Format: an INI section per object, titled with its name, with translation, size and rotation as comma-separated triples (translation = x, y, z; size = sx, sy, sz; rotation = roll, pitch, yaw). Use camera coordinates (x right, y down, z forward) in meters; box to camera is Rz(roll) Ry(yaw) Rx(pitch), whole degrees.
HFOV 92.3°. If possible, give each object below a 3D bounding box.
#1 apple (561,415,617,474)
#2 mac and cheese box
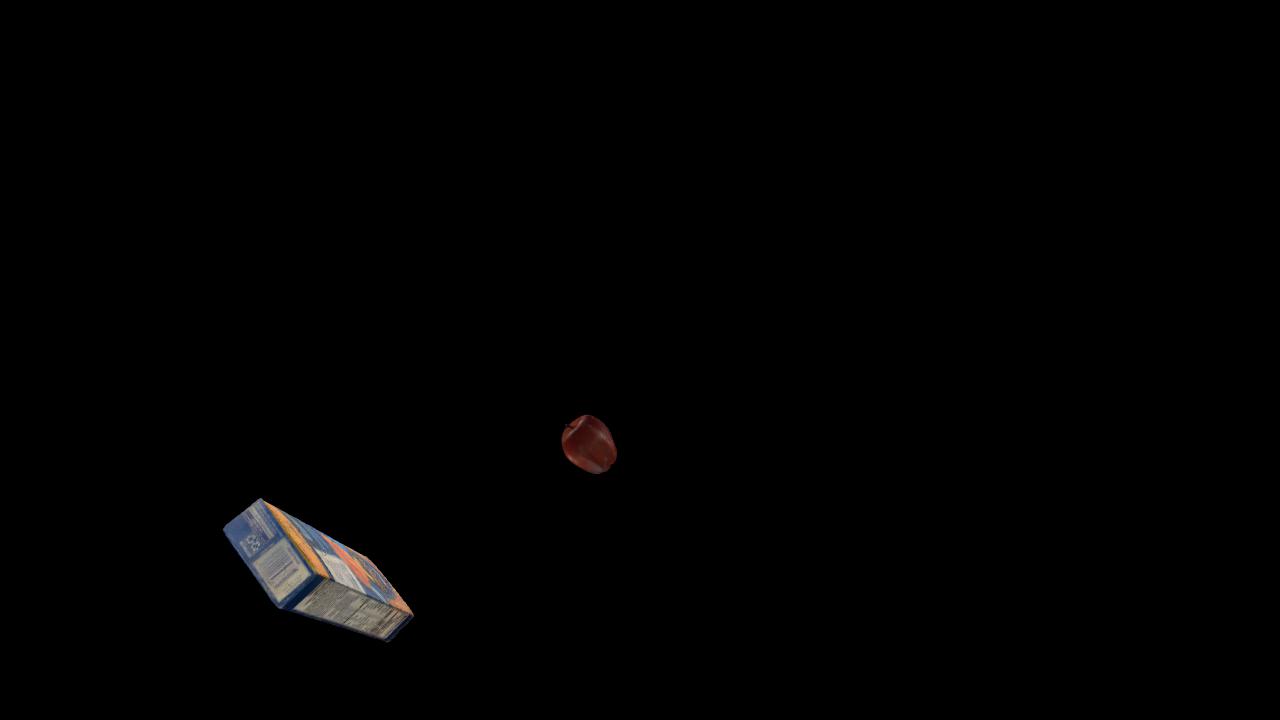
[apple]
translation = -0.078, 0.128, 0.936
size = 0.079, 0.093, 0.079
rotation = -43, 7, 7
[mac and cheese box]
translation = -0.277, 0.194, 0.549
size = 0.093, 0.041, 0.184
rotation = 35, -22, 23
